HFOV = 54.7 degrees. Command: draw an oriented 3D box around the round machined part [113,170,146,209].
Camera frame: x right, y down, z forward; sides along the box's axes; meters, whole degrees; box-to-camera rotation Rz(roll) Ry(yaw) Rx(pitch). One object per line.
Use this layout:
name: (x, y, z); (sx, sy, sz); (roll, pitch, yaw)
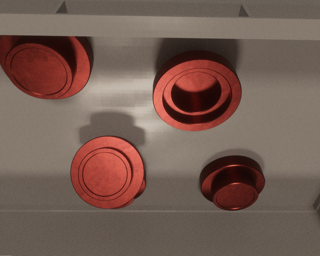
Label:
round machined part: (-0.071, 0.086, 0.470); (0.099, 0.042, 0.097); (-1, 130, 0)

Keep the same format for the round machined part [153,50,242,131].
round machined part: (0.041, -0.046, 0.359); (0.099, 0.042, 0.097); (-1, 130, 0)

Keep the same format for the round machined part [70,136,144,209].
round machined part: (-0.070, 0.059, 0.413); (0.099, 0.042, 0.097); (0, 89, -2)

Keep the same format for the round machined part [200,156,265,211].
round machined part: (0.113, 0.091, 0.477); (0.099, 0.042, 0.097); (-1, 130, 0)

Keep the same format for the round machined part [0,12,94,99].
round machined part: (-0.125, -0.070, 0.336); (0.099, 0.042, 0.097); (-1, 130, 0)
